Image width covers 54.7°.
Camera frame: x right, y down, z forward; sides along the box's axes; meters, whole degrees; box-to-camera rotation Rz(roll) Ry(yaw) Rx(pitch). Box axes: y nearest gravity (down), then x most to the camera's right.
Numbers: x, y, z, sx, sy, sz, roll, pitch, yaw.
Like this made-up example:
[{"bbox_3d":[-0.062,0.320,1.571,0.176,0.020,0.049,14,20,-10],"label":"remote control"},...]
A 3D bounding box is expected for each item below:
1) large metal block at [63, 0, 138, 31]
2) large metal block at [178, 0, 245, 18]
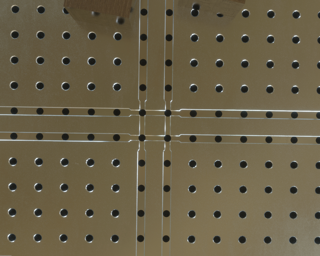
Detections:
[{"bbox_3d":[-0.070,-0.180,0.400,0.080,0.050,0.080,10,90,-1],"label":"large metal block"},{"bbox_3d":[0.072,-0.199,0.402,0.080,0.050,0.080,12,90,-1],"label":"large metal block"}]
